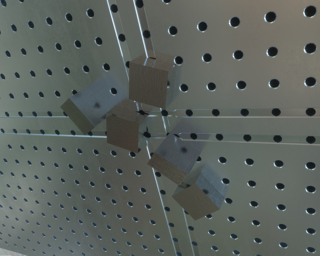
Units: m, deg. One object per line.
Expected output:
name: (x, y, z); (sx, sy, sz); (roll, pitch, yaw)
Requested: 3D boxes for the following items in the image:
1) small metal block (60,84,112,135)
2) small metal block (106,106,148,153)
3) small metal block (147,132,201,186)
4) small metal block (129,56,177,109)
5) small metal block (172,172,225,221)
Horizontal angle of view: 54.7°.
small metal block: (-0.099, -0.026, 0.429); (0.025, 0.050, 0.050); (-33, 100, 38)
small metal block: (-0.047, 0.002, 0.435); (0.050, 0.025, 0.050); (17, 125, 18)
small metal block: (0.019, 0.040, 0.408); (0.050, 0.050, 0.025); (34, 129, 5)
small metal block: (-0.010, -0.056, 0.380); (0.050, 0.025, 0.050); (17, 125, 18)
small metal block: (0.054, 0.099, 0.443); (0.050, 0.025, 0.050); (47, 129, -5)
